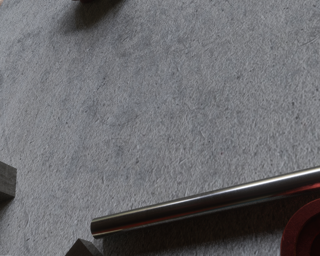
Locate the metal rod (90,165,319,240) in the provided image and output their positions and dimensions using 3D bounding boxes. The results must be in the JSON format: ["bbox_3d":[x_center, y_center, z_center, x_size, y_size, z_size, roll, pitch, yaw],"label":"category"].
[{"bbox_3d":[0.061,0.077,0.324,0.301,0.025,0.025,-17,55,18],"label":"metal rod"}]

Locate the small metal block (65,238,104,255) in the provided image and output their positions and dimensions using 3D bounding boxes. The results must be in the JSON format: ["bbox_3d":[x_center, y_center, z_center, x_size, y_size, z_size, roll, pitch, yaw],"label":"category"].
[{"bbox_3d":[-0.087,0.163,0.350,0.050,0.025,0.050,31,79,37],"label":"small metal block"}]

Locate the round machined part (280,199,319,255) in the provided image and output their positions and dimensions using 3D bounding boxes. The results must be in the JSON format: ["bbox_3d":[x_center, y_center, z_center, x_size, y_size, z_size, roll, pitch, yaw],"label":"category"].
[{"bbox_3d":[0.151,0.107,0.248,0.098,0.042,0.098,-13,56,21],"label":"round machined part"}]

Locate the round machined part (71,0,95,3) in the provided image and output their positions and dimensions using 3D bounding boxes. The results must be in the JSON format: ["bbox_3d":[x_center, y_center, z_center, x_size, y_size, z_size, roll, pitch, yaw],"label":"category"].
[{"bbox_3d":[-0.156,-0.308,0.664,0.098,0.042,0.098,-13,56,21],"label":"round machined part"}]

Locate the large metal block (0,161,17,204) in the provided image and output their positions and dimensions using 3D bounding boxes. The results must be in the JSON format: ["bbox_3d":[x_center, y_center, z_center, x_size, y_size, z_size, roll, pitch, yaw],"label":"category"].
[{"bbox_3d":[-0.278,0.083,0.464,0.080,0.080,0.050,-25,53,13],"label":"large metal block"}]
